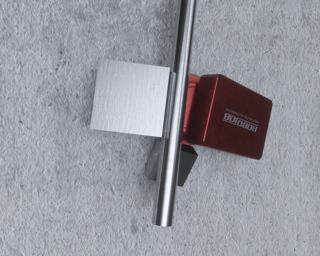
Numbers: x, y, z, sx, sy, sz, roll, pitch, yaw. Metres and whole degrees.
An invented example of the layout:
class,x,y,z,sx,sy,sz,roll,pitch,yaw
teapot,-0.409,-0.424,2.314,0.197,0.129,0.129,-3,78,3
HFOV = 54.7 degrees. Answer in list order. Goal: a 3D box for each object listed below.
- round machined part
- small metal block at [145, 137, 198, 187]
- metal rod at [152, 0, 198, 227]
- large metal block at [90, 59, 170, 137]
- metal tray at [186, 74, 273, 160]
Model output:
class,x,y,z,sx,sy,sz,roll,pitch,yaw
round machined part,0.037,-0.025,0.415,0.099,0.042,0.097,0,90,-20
small metal block,0.014,0.045,0.405,0.050,0.025,0.050,17,110,-19
metal rod,0.020,-0.036,0.373,0.025,0.025,0.298,8,85,-20
large metal block,-0.034,-0.033,0.373,0.081,0.050,0.080,7,88,-2
metal tray,0.099,-0.011,0.421,0.131,0.030,0.090,16,85,-40
